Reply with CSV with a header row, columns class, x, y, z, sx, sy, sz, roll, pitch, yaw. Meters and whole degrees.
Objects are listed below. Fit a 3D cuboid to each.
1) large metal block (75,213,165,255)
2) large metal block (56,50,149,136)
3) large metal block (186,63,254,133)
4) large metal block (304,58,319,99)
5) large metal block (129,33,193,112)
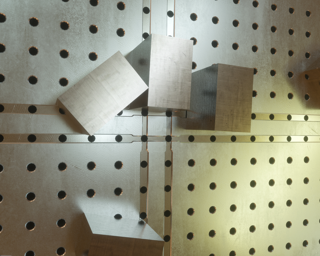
class,x,y,z,sx,sy,sz,roll,pitch,yaw
large metal block,-0.050,0.140,0.365,0.081,0.080,0.050,14,86,-20
large metal block,-0.070,-0.037,0.357,0.080,0.080,0.050,-42,103,-15
large metal block,0.077,-0.036,0.411,0.050,0.080,0.080,4,89,-20
large metal block,0.300,-0.086,0.509,0.080,0.050,0.080,-39,103,-16
large metal block,-0.001,-0.062,0.383,0.050,0.080,0.080,4,89,-20
